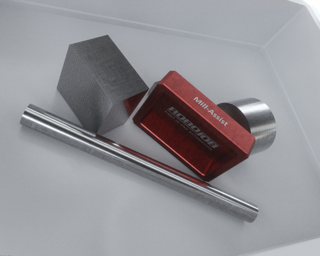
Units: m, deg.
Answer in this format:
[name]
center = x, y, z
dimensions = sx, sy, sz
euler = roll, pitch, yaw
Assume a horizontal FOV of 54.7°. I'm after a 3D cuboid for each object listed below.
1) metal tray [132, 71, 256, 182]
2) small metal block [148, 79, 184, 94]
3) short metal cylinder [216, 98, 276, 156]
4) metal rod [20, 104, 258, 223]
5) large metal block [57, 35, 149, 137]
[metal tray]
center = 0.038, 0.002, 0.382
dimensions = 0.130, 0.090, 0.030
euler = 40, 50, -2
[small metal block]
center = 0.019, -0.044, 0.441
dimensions = 0.050, 0.025, 0.050
euler = -22, 74, -36
[short metal cylinder]
center = 0.111, 0.001, 0.430
dimensions = 0.050, 0.080, 0.080
euler = -13, 69, -33
[metal rod]
center = -0.013, 0.048, 0.369
dimensions = 0.301, 0.025, 0.025
euler = 26, 53, -13
[large metal block]
center = -0.070, -0.046, 0.360
dimensions = 0.050, 0.080, 0.080
euler = -30, 79, -38
